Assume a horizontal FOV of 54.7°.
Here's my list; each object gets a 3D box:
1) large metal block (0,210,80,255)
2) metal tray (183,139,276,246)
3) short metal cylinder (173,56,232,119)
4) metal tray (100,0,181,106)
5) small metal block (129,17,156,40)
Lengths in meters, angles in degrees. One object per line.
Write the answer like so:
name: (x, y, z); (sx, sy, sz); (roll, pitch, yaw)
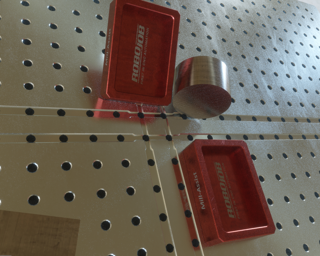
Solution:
large metal block: (-0.117, 0.103, 0.248); (0.081, 0.080, 0.050); (14, 56, -21)
metal tray: (0.089, 0.079, 0.406); (0.091, 0.030, 0.130); (2, 61, -27)
short metal cylinder: (0.059, -0.056, 0.441); (0.081, 0.080, 0.050); (16, 56, -20)
metal tray: (-0.025, -0.098, 0.412); (0.091, 0.030, 0.129); (6, 90, -26)
small metal block: (-0.036, -0.142, 0.458); (0.050, 0.050, 0.025); (41, 73, -1)
